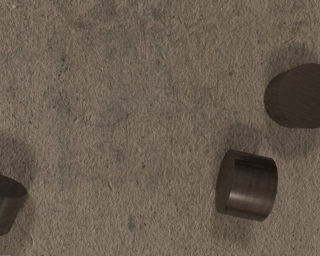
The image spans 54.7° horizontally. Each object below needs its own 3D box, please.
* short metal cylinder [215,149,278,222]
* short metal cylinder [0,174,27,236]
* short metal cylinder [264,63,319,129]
[{"bbox_3d":[0.104,0.070,0.384,0.050,0.080,0.080,12,90,0],"label":"short metal cylinder"},{"bbox_3d":[-0.214,0.090,0.380,0.080,0.080,0.050,23,90,-1],"label":"short metal cylinder"},{"bbox_3d":[0.183,-0.039,0.400,0.081,0.050,0.079,0,90,-1],"label":"short metal cylinder"}]
